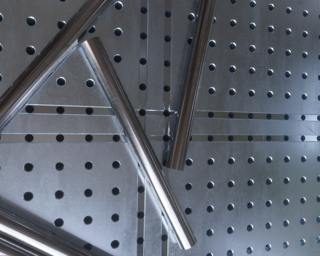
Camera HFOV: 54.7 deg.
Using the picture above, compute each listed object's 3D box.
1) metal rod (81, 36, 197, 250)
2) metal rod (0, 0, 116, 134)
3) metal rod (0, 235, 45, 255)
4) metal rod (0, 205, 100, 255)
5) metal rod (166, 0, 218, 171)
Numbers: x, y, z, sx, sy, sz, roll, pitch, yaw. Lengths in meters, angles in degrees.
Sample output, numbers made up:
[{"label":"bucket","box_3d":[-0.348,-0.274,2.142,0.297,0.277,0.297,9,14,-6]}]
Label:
[{"label":"metal rod","box_3d":[-0.023,0.026,0.404,0.025,0.025,0.299,-28,100,-18]},{"label":"metal rod","box_3d":[-0.132,-0.078,0.363,0.025,0.025,0.300,40,77,-16]},{"label":"metal rod","box_3d":[-0.143,0.158,0.360,0.301,0.025,0.025,35,79,-17]},{"label":"metal rod","box_3d":[-0.111,0.149,0.372,0.301,0.025,0.025,35,79,-17]},{"label":"metal rod","box_3d":[0.050,-0.090,0.432,0.025,0.025,0.298,13,85,-20]}]
